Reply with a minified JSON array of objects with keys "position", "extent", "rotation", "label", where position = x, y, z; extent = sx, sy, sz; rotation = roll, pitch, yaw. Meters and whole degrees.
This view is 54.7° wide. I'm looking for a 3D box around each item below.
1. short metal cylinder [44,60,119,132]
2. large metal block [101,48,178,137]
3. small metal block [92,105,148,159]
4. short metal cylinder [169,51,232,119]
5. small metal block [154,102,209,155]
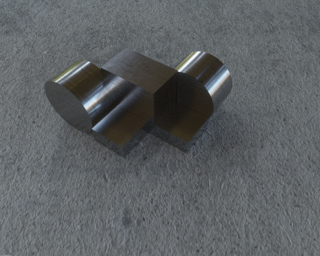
[{"position":[-0.101,-0.041,0.403],"extent":[0.080,0.080,0.050],"rotation":[28,56,21],"label":"short metal cylinder"},{"position":[-0.026,-0.047,0.409],"extent":[0.080,0.080,0.050],"rotation":[28,55,21],"label":"large metal block"},{"position":[-0.051,0.004,0.401],"extent":[0.050,0.025,0.050],"rotation":[28,55,22],"label":"small metal block"},{"position":[0.049,-0.055,0.415],"extent":[0.080,0.080,0.050],"rotation":[29,56,22],"label":"short metal cylinder"},{"position":[0.028,-0.001,0.406],"extent":[0.050,0.025,0.050],"rotation":[28,55,22],"label":"small metal block"}]
